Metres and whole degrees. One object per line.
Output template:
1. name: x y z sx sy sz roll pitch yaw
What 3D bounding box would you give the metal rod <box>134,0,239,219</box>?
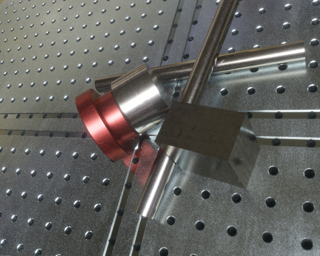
1. metal rod: 0.038 -0.035 0.386 0.025 0.025 0.299 15 76 34

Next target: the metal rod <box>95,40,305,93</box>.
1. metal rod: 0.038 -0.082 0.436 0.301 0.025 0.025 -5 60 25

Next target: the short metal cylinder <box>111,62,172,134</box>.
1. short metal cylinder: -0.020 -0.038 0.406 0.050 0.080 0.080 -29 52 9

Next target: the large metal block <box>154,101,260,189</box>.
1. large metal block: 0.054 0.019 0.333 0.080 0.080 0.050 13 69 33

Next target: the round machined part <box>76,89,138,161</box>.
1. round machined part: -0.063 -0.009 0.399 0.042 0.098 0.098 -30 52 2
